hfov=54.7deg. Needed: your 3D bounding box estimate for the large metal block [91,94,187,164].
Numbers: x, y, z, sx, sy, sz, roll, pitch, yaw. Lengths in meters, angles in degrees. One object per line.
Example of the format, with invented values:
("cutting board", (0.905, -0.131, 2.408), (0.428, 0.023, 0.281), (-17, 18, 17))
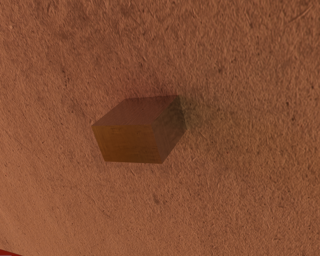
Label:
("large metal block", (-0.022, 0.000, 0.383), (0.080, 0.080, 0.050), (-1, 118, 28))
